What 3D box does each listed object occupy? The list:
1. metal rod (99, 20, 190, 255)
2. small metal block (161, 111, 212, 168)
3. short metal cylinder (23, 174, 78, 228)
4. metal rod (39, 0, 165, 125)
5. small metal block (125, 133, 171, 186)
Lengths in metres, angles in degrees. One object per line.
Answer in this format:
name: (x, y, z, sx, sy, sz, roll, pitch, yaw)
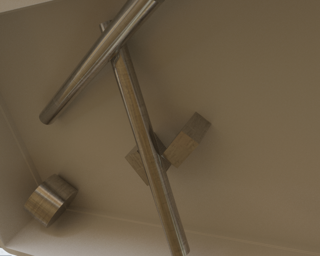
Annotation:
metal rod: (-0.016, 0.018, 0.381, 0.025, 0.025, 0.298, -13, 98, 33)
small metal block: (0.033, 0.014, 0.383, 0.025, 0.050, 0.050, 38, 129, 2)
short metal cylinder: (-0.193, 0.129, 0.552, 0.050, 0.080, 0.080, 37, 129, 3)
metal rod: (-0.092, -0.069, 0.381, 0.025, 0.025, 0.299, 50, 138, -8)
small metal block: (-0.013, 0.042, 0.424, 0.025, 0.050, 0.050, -29, 103, 37)
